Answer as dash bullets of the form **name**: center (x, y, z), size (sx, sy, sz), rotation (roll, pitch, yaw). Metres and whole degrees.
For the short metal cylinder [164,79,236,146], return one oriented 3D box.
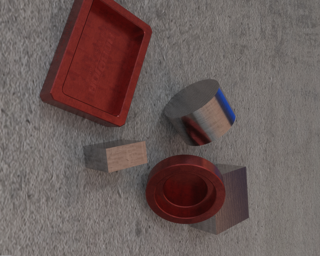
- **short metal cylinder**: center (0.053, -0.021, 0.416), size (0.080, 0.080, 0.050), rotation (-50, 120, -28)

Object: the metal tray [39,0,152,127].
- **metal tray**: center (-0.066, -0.075, 0.346), size (0.090, 0.030, 0.130), rotation (25, 74, -38)

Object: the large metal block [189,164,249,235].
- **large metal block**: center (0.087, 0.102, 0.462), size (0.081, 0.050, 0.079), rotation (-8, 95, -42)

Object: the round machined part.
- **round machined part**: center (0.033, 0.074, 0.400), size (0.098, 0.098, 0.042), rotation (59, 18, -24)

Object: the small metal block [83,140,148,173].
- **small metal block**: center (-0.050, 0.030, 0.348), size (0.050, 0.050, 0.025), rotation (-10, 97, -40)
